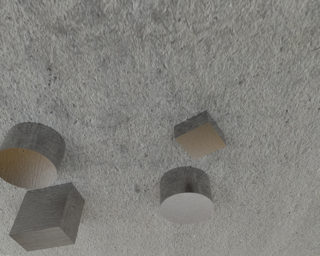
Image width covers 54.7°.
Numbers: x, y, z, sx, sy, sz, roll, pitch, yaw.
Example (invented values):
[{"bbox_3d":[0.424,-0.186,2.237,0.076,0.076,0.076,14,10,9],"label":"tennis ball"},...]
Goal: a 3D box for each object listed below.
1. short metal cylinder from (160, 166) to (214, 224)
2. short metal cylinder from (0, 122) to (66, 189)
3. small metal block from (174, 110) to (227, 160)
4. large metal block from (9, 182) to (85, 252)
[{"bbox_3d":[0.040,0.105,0.481,0.081,0.050,0.079,0,130,0],"label":"short metal cylinder"},{"bbox_3d":[-0.175,0.038,0.422,0.081,0.050,0.079,0,130,0],"label":"short metal cylinder"},{"bbox_3d":[0.054,0.011,0.417,0.050,0.025,0.050,-27,125,21],"label":"small metal block"},{"bbox_3d":[-0.174,0.139,0.488,0.080,0.080,0.050,-12,129,10],"label":"large metal block"}]
